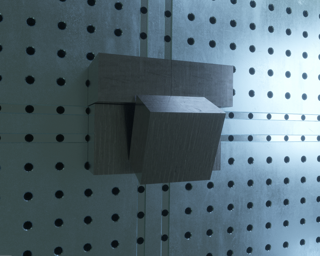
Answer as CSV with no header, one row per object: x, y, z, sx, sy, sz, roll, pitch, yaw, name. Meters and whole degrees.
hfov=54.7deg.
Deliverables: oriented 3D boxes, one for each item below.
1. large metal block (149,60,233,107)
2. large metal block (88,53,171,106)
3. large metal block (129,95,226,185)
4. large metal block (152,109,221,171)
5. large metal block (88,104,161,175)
0.037,-0.051,0.397,0.081,0.080,0.050,1,90,-20,large metal block
-0.039,-0.052,0.368,0.081,0.080,0.050,1,90,-20,large metal block
0.015,0.011,0.335,0.081,0.050,0.079,0,114,-21,large metal block
0.032,0.014,0.410,0.081,0.050,0.079,1,90,-21,large metal block
-0.044,0.013,0.382,0.081,0.050,0.079,1,90,-21,large metal block
